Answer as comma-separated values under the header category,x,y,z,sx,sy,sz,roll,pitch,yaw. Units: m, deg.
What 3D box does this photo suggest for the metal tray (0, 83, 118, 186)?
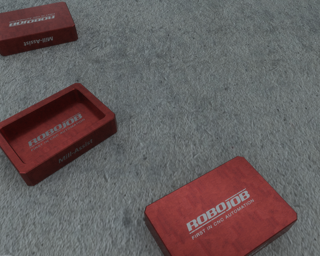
category,x,y,z,sx,sy,sz,roll,pitch,yaw
metal tray,-0.132,0.002,0.396,0.131,0.030,0.090,-35,58,-26

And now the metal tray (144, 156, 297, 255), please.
category,x,y,z,sx,sy,sz,roll,pitch,yaw
metal tray,0.061,0.094,0.321,0.131,0.030,0.090,-25,54,-20

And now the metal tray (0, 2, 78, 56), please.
category,x,y,z,sx,sy,sz,roll,pitch,yaw
metal tray,-0.221,-0.178,0.548,0.131,0.030,0.090,-17,52,-14
